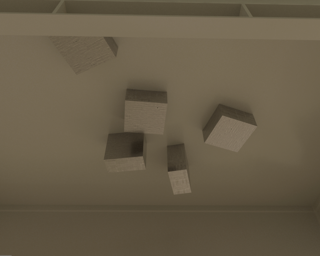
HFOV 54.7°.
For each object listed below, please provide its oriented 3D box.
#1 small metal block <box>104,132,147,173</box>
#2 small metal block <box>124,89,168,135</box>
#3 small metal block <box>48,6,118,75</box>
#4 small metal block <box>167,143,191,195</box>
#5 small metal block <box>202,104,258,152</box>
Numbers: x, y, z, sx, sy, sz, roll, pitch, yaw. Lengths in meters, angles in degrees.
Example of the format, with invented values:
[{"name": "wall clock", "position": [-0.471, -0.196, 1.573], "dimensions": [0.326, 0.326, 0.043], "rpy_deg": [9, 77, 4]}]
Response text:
[{"name": "small metal block", "position": [-0.045, 0.031, 0.419], "dimensions": [0.050, 0.050, 0.025], "rpy_deg": [-6, 130, 4]}, {"name": "small metal block", "position": [-0.019, -0.020, 0.392], "dimensions": [0.050, 0.025, 0.050], "rpy_deg": [4, 130, -4]}, {"name": "small metal block", "position": [-0.080, -0.092, 0.330], "dimensions": [0.050, 0.025, 0.050], "rpy_deg": [-20, 128, 15]}, {"name": "small metal block", "position": [0.027, 0.059, 0.443], "dimensions": [0.025, 0.050, 0.050], "rpy_deg": [-9, 130, 7]}, {"name": "small metal block", "position": [0.091, 0.001, 0.411], "dimensions": [0.050, 0.025, 0.050], "rpy_deg": [16, 128, -14]}]
